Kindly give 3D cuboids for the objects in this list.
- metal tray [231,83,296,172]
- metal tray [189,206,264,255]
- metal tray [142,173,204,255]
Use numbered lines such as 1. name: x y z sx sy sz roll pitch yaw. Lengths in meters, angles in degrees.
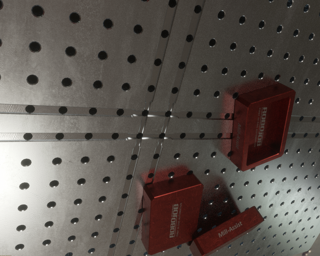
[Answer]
1. metal tray: 0.164 0.001 0.500 0.091 0.030 0.129 -17 126 -19
2. metal tray: 0.122 0.199 0.577 0.131 0.030 0.090 -24 153 -14
3. metal tray: 0.019 0.142 0.508 0.091 0.030 0.129 -11 123 -23
